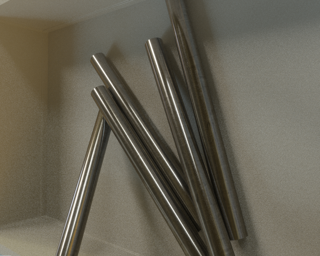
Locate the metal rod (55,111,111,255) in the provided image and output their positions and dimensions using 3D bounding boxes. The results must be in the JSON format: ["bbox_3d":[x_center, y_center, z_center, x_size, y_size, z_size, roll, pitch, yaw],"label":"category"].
[{"bbox_3d":[-0.099,0.089,0.397,0.025,0.025,0.300,-18,50,38],"label":"metal rod"}]

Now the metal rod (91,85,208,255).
[{"bbox_3d":[-0.013,0.059,0.388,0.025,0.025,0.299,-49,61,29],"label":"metal rod"}]

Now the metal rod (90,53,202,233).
[{"bbox_3d":[-0.022,0.004,0.424,0.025,0.025,0.299,-49,61,29],"label":"metal rod"}]

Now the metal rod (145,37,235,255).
[{"bbox_3d":[0.031,0.021,0.361,0.025,0.025,0.299,-32,64,35],"label":"metal rod"}]

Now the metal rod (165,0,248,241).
[{"bbox_3d":[0.051,-0.024,0.364,0.025,0.025,0.299,-21,77,38],"label":"metal rod"}]
